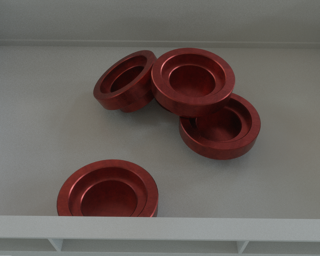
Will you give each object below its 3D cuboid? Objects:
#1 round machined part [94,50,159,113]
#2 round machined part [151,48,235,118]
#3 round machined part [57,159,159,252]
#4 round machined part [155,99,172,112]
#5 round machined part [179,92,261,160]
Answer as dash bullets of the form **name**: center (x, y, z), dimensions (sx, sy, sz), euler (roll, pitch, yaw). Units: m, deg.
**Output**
- **round machined part**: center (-0.039, -0.059, 0.425), dimensions (0.098, 0.042, 0.098), euler (-24, 36, 19)
- **round machined part**: center (0.038, -0.051, 0.379), dimensions (0.099, 0.042, 0.098), euler (2, 52, -3)
- **round machined part**: center (-0.051, 0.082, 0.318), dimensions (0.099, 0.042, 0.098), euler (1, 41, -1)
- **round machined part**: center (0.039, -0.068, 0.451), dimensions (0.099, 0.042, 0.098), euler (0, 50, 0)
- **round machined part**: center (0.073, 0.000, 0.394), dimensions (0.099, 0.042, 0.098), euler (1, 51, 0)
